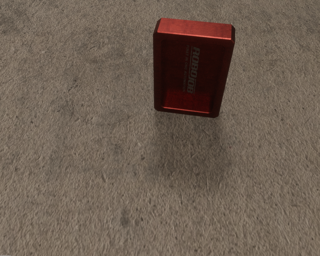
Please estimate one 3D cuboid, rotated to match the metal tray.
[{"bbox_3d":[0.039,-0.071,0.395,0.090,0.129,0.030,7,51,6],"label":"metal tray"}]
